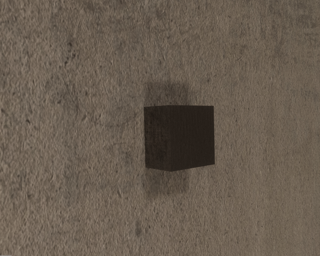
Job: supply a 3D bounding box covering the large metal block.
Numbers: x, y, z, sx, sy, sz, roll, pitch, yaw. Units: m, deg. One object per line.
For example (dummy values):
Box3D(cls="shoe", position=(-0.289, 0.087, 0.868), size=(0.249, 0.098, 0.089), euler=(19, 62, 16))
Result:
Box3D(cls="large metal block", position=(0.027, 0.011, 0.413), size=(0.081, 0.050, 0.079), euler=(-3, 92, -40))
